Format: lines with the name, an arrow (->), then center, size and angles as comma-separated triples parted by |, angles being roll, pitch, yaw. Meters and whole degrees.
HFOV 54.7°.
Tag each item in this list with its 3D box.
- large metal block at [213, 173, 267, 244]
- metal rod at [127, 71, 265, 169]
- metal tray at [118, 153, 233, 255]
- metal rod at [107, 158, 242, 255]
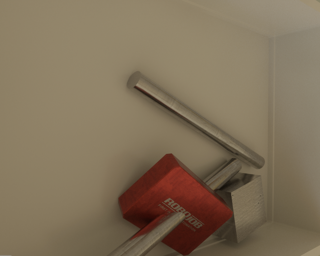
large metal block -> 0.123, 0.123, 0.497 | 0.081, 0.050, 0.079 | -16, 100, -39
metal rod -> 0.073, 0.002, 0.470 | 0.301, 0.025, 0.025 | 30, 71, -36
metal tray -> 0.023, 0.102, 0.397 | 0.090, 0.030, 0.130 | -44, 122, 5
metal rod -> 0.031, 0.104, 0.404 | 0.302, 0.025, 0.025 | -25, 106, -47
